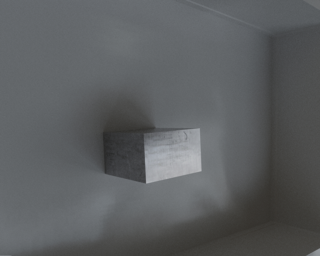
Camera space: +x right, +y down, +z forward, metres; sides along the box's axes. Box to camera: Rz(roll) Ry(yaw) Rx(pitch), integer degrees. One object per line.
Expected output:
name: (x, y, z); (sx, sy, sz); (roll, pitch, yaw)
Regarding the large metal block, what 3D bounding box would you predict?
large metal block: (-0.010, 0.027, 0.362); (0.081, 0.080, 0.050); (-5, 93, -40)
